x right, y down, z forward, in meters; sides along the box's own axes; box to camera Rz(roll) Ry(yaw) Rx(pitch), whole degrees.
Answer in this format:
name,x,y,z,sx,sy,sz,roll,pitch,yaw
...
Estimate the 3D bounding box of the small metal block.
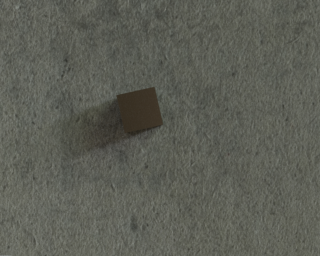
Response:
name,x,y,z,sx,sy,sz,roll,pitch,yaw
small metal block,-0.026,-0.023,0.410,0.050,0.025,0.050,-13,90,0
